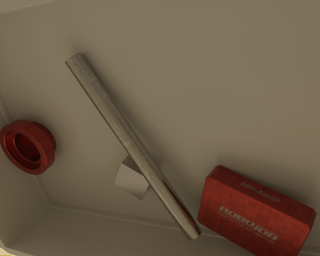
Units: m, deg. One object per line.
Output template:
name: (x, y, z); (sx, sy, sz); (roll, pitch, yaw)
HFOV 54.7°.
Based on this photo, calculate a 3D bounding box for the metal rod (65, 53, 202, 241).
metal rod: (-0.033, 0.031, 0.429); (0.025, 0.025, 0.299); (-28, 99, 37)

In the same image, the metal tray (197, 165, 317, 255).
metal tray: (0.117, 0.114, 0.399); (0.130, 0.030, 0.089); (24, 128, 26)

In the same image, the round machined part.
round machined part: (-0.218, 0.028, 0.527); (0.098, 0.042, 0.097); (13, 124, 20)

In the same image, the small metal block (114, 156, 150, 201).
small metal block: (-0.037, 0.075, 0.473); (0.050, 0.025, 0.050); (29, 128, 9)
